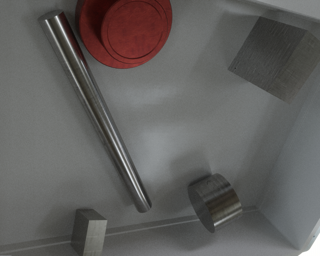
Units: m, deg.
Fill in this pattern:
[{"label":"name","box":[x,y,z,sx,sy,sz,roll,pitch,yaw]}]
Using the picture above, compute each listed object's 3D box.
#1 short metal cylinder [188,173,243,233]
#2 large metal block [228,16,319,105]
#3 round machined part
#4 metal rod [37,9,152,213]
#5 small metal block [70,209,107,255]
[{"label":"short metal cylinder","box":[0.087,0.120,0.497,0.050,0.080,0.080,-24,127,-15]},{"label":"large metal block","box":[0.149,-0.089,0.402,0.050,0.080,0.080,18,109,-36]},{"label":"round machined part","box":[-0.031,-0.104,0.312,0.099,0.042,0.097,-16,130,-19]},{"label":"metal rod","box":[-0.063,0.007,0.379,0.025,0.025,0.299,-28,128,-11]},{"label":"small metal block","box":[-0.097,0.141,0.418,0.025,0.050,0.050,11,88,-33]}]
